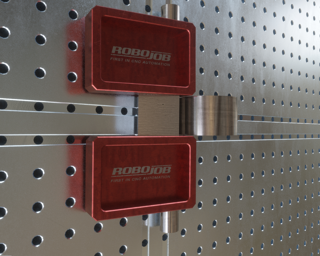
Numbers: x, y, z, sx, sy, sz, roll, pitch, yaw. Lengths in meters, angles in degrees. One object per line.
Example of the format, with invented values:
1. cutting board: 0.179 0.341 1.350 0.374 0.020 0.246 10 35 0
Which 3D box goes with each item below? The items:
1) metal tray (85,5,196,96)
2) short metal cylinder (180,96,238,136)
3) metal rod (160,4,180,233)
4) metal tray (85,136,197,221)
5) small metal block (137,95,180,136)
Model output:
1. metal tray: -0.020 -0.085 0.366 0.131 0.030 0.089 0 90 -28
2. short metal cylinder: 0.065 -0.016 0.424 0.081 0.080 0.050 0 90 -40
3. metal rod: 0.013 -0.013 0.415 0.025 0.025 0.298 0 90 -40
4. metal tray: -0.019 0.054 0.367 0.131 0.030 0.089 0 90 -28
5. small metal block: -0.003 -0.015 0.388 0.050 0.025 0.050 1 90 -9
